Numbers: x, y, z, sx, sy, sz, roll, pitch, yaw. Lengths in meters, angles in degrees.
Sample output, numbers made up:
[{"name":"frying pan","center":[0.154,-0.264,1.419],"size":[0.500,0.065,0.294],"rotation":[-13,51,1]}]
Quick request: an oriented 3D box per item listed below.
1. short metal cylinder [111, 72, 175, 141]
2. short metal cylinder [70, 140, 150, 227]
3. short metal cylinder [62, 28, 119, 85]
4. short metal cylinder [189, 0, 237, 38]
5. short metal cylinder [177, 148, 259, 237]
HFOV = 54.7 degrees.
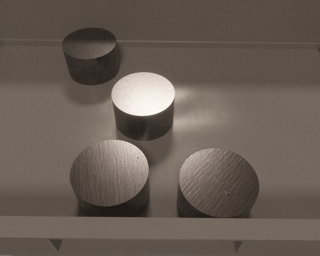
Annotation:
[{"name":"short metal cylinder","center":[-0.021,-0.029,0.413],"size":[0.081,0.050,0.080],"rotation":[0,50,0]},{"name":"short metal cylinder","center":[-0.052,0.060,0.338],"size":[0.081,0.050,0.080],"rotation":[0,50,0]},{"name":"short metal cylinder","center":[-0.106,-0.112,0.481],"size":[0.081,0.050,0.080],"rotation":[0,50,0]},{"name":"short metal cylinder","center":[0.092,-0.208,0.548],"size":[0.081,0.080,0.050],"rotation":[0,50,0]},{"name":"short metal cylinder","center":[0.059,0.069,0.332],"size":[0.081,0.050,0.080],"rotation":[0,50,0]}]
